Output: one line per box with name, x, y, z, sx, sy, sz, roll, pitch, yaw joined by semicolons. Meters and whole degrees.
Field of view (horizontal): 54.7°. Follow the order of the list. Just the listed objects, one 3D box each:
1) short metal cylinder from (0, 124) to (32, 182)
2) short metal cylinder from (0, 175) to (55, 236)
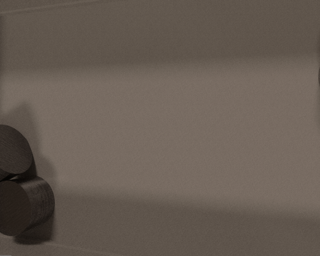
short metal cylinder;-0.242;0.041;0.465;0.050;0.080;0.080;-27;81;18
short metal cylinder;-0.209;0.115;0.469;0.080;0.050;0.079;0;90;19
